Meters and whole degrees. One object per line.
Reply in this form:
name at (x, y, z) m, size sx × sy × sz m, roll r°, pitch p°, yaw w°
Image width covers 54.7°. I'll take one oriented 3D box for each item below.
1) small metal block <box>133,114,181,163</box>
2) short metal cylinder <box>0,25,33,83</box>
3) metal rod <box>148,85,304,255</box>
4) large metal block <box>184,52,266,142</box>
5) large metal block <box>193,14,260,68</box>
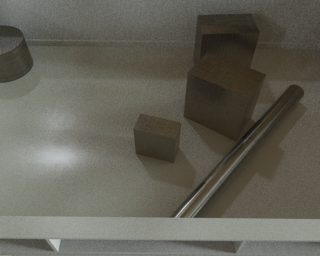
small metal block at (-0.003, 0.013, 0.378) m, size 0.050 × 0.050 × 0.025 m, roll 13°, pitch 51°, yaw 10°
short metal cylinder at (-0.247, -0.116, 0.483) m, size 0.081 × 0.050 × 0.080 m, roll 0°, pitch 50°, yaw 0°
metal rod at (0.098, 0.033, 0.378) m, size 0.025 × 0.025 × 0.302 m, roll 34°, pitch 58°, yaw 25°
large metal block at (0.081, -0.040, 0.404) m, size 0.080 × 0.080 × 0.050 m, roll 27°, pitch 55°, yaw 20°
large metal block at (0.098, -0.125, 0.476) m, size 0.081 × 0.080 × 0.050 m, roll -2°, pitch 50°, yaw -2°
